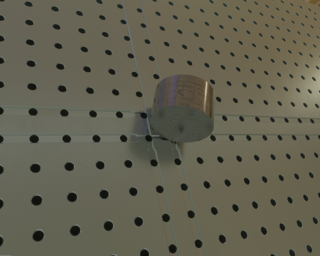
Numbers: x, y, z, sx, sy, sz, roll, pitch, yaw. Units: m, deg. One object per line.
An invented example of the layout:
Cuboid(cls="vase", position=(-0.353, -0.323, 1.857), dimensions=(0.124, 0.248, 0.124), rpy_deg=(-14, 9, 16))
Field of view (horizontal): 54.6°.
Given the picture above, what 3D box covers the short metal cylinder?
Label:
Cuboid(cls="short metal cylinder", position=(0.030, -0.023, 0.403), dimensions=(0.080, 0.080, 0.050), rpy_deg=(20, 54, -17))
